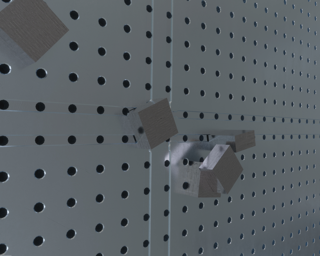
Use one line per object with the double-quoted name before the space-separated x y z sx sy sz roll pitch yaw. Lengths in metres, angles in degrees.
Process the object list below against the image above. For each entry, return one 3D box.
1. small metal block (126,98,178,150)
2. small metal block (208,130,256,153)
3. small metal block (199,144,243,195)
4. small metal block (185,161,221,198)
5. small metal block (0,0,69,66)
"small metal block" -0.009 -0.006 0.401 0.050 0.025 0.050 -30 109 -36
"small metal block" 0.113 0.019 0.486 0.050 0.050 0.025 -12 98 -39
"small metal block" 0.090 0.059 0.451 0.050 0.025 0.050 -48 118 -30
"small metal block" 0.067 0.077 0.464 0.050 0.025 0.050 10 84 -39
"small metal block" -0.127 -0.097 0.302 0.050 0.025 0.050 49 61 -29
